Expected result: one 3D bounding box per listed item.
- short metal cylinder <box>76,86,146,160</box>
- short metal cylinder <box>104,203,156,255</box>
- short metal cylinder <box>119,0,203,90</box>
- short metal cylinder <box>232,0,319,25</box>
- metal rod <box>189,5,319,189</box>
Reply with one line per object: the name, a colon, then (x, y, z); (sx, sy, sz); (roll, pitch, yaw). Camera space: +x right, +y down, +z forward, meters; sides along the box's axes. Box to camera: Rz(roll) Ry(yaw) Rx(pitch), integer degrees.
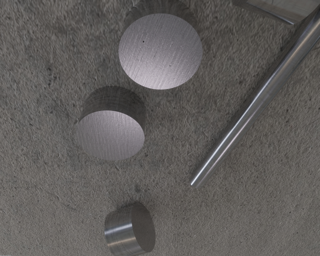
short metal cylinder: (-0.059, -0.005, 0.386); (0.081, 0.050, 0.079); (0, 130, 0)
short metal cylinder: (-0.048, 0.172, 0.517); (0.050, 0.080, 0.080); (-22, 127, 17)
short metal cylinder: (0.001, -0.087, 0.317); (0.081, 0.050, 0.079); (0, 130, 0)
short metal cylinder: (0.102, -0.134, 0.258); (0.050, 0.080, 0.079); (15, 129, -12)
metal rod: (0.114, -0.021, 0.390); (0.025, 0.025, 0.298); (18, 128, -15)
